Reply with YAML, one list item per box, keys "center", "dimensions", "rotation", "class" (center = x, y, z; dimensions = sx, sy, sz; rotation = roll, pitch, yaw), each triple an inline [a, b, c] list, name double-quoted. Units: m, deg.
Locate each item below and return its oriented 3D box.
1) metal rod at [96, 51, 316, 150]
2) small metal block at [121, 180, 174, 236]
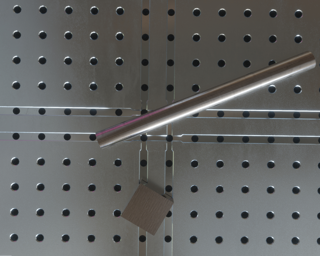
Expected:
- center: [0.060, -0.037, 0.413]
  dimensions: [0.301, 0.025, 0.025]
  rotation: [-21, 90, 0]
  class: "metal rod"
- center: [-0.016, 0.105, 0.413]
  dimensions: [0.050, 0.025, 0.050]
  rotation: [31, 90, 0]
  class: "small metal block"
